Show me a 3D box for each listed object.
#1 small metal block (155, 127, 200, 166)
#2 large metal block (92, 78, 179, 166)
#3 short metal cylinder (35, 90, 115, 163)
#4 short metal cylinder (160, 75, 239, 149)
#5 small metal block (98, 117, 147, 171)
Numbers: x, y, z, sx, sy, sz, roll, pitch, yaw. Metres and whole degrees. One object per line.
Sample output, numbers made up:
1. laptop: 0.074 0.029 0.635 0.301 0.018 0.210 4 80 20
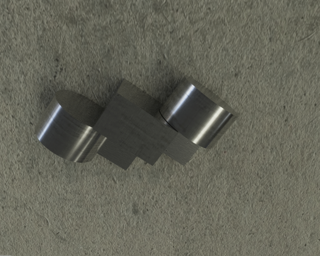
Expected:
1. small metal block: 0.026 0.015 0.417 0.050 0.025 0.050 34 107 -12
2. large metal block: -0.027 -0.011 0.378 0.080 0.080 0.050 33 107 -12
3. short metal cylinder: -0.103 -0.003 0.380 0.080 0.080 0.050 33 107 -12
4. short metal cylinder: 0.047 -0.020 0.375 0.080 0.080 0.050 34 107 -12
5. small metal block: -0.052 0.021 0.419 0.050 0.025 0.050 34 107 -12
